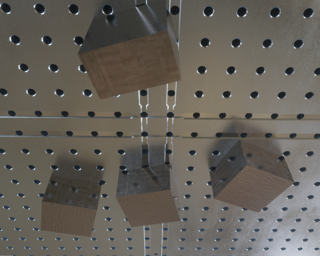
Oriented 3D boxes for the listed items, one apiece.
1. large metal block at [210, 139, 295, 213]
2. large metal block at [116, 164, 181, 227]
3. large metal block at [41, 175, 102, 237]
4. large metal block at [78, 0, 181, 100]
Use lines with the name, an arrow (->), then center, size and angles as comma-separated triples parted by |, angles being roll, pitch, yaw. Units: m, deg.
large metal block -> 0.132, 0.073, 0.458 | 0.080, 0.050, 0.080 | 20, 127, -17
large metal block -> -0.016, 0.107, 0.486 | 0.080, 0.050, 0.080 | -10, 130, 8
large metal block -> -0.144, 0.128, 0.503 | 0.080, 0.050, 0.079 | 12, 129, -10
large metal block -> -0.026, -0.080, 0.307 | 0.080, 0.080, 0.050 | -12, 129, 10
